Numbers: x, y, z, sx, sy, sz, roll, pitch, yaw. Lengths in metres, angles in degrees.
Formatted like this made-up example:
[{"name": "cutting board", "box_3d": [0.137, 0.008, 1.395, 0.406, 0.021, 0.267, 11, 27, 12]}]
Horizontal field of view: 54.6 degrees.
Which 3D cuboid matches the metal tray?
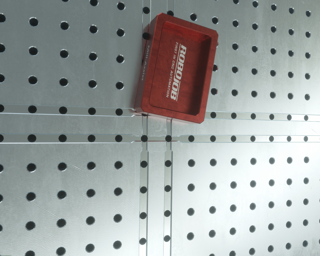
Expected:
[{"name": "metal tray", "box_3d": [0.023, -0.076, 0.417, 0.091, 0.030, 0.129, 11, 86, -20]}]
